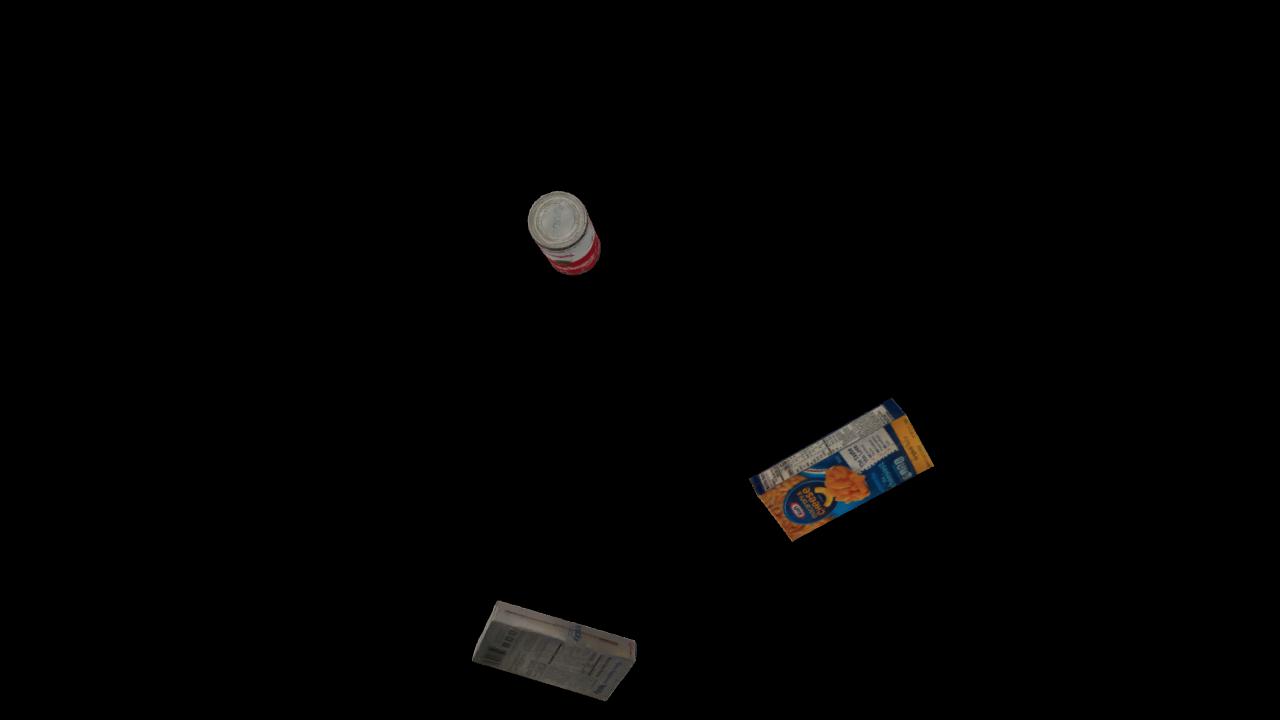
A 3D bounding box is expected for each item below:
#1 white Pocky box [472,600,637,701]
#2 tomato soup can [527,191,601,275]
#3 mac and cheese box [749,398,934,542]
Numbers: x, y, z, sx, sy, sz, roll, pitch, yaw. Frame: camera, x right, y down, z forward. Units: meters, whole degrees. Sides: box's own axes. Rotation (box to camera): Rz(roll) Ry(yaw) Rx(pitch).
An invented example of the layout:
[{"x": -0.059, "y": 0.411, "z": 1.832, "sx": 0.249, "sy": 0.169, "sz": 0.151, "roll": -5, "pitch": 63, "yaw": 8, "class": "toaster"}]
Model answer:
[{"x": -0.089, "y": 0.304, "z": 0.641, "sx": 0.154, "sy": 0.084, "sz": 0.028, "roll": 22, "pitch": 30, "yaw": -10, "class": "white Pocky box"}, {"x": -0.084, "y": -0.143, "z": 0.702, "sx": 0.068, "sy": 0.068, "sz": 0.101, "roll": 0, "pitch": -8, "yaw": 4, "class": "tomato soup can"}, {"x": 0.229, "y": 0.128, "z": 0.702, "sx": 0.184, "sy": 0.093, "sz": 0.041, "roll": -33, "pitch": 29, "yaw": 10, "class": "mac and cheese box"}]
